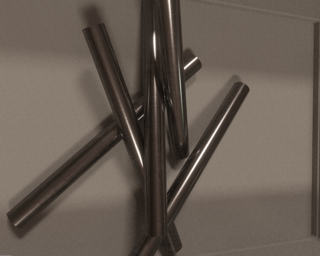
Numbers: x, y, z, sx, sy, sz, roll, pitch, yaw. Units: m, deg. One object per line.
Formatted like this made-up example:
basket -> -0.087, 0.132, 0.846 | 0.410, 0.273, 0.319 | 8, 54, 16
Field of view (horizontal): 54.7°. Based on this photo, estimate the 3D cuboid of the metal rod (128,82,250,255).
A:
metal rod -> 0.042, 0.055, 0.400 | 0.025, 0.025, 0.300 | 41, 67, -16

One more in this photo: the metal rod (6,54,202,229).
metal rod -> -0.058, 0.007, 0.389 | 0.301, 0.025, 0.025 | -43, 104, -15

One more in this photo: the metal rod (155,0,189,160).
metal rod -> 0.013, -0.089, 0.344 | 0.025, 0.025, 0.298 | -20, 125, -19

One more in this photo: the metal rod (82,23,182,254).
metal rod -> -0.027, 0.026, 0.378 | 0.025, 0.025, 0.298 | -24, 107, -19

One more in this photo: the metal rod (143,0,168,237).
metal rod -> -0.007, -0.027, 0.375 | 0.025, 0.025, 0.299 | 4, 76, -20
